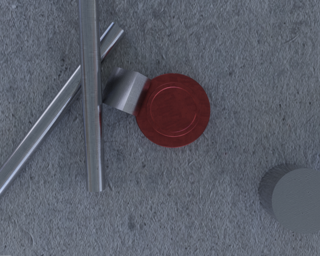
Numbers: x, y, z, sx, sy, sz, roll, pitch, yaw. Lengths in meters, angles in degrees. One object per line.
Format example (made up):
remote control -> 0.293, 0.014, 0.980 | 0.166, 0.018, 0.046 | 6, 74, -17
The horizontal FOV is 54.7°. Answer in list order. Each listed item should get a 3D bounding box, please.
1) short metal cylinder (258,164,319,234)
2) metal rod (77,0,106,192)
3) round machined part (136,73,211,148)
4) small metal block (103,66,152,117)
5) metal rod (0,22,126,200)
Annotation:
short metal cylinder -> 0.175, 0.088, 0.400 | 0.081, 0.050, 0.079 | 0, 90, -1
metal rod -> -0.086, -0.067, 0.385 | 0.025, 0.025, 0.298 | -1, 99, -1
round machined part -> 0.017, -0.023, 0.402 | 0.099, 0.042, 0.097 | 0, 90, -1
small metal block -> -0.045, -0.047, 0.396 | 0.050, 0.025, 0.050 | 22, 90, 42
metal rod -> -0.145, -0.012, 0.408 | 0.025, 0.025, 0.299 | 37, 90, -1
